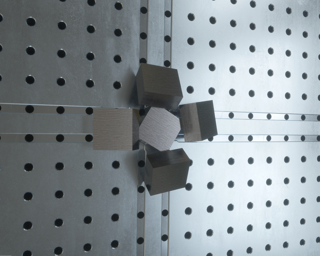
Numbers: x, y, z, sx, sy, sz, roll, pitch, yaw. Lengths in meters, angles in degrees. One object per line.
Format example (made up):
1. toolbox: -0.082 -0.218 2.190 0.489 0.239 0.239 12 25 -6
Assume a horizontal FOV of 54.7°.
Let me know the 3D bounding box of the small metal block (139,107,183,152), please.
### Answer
1. small metal block: -0.004 0.001 0.412 0.050 0.025 0.050 33 79 -18

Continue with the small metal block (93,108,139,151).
1. small metal block: -0.054 0.002 0.381 0.050 0.025 0.050 0 90 14

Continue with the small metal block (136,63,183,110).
1. small metal block: -0.002 -0.054 0.400 0.050 0.025 0.050 7 52 -20

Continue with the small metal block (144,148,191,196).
1. small metal block: 0.009 0.057 0.404 0.050 0.025 0.050 -10 129 -20

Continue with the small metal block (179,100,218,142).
1. small metal block: 0.053 -0.010 0.421 0.050 0.025 0.050 -14 96 -55
